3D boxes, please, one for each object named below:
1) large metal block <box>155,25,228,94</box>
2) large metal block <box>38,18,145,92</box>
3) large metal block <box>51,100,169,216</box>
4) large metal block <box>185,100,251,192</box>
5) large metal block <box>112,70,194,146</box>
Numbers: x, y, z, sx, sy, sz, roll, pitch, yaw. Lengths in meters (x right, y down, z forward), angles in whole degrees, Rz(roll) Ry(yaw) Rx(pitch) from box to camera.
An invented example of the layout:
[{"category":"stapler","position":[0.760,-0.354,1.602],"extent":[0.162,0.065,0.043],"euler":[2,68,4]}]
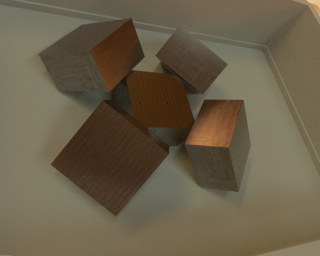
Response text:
[{"category":"large metal block","position":[0.044,-0.093,0.441],"extent":[0.080,0.050,0.080],"euler":[39,8,-1]},{"category":"large metal block","position":[-0.078,-0.086,0.368],"extent":[0.080,0.080,0.050],"euler":[-54,137,-39]},{"category":"large metal block","position":[-0.047,0.027,0.319],"extent":[0.080,0.050,0.080],"euler":[39,95,-2]},{"category":"large metal block","position":[0.077,0.021,0.388],"extent":[0.080,0.050,0.080],"euler":[-62,144,-39]},{"category":"large metal block","position":[-0.010,-0.024,0.395],"extent":[0.081,0.050,0.080],"euler":[1,62,-28]}]
